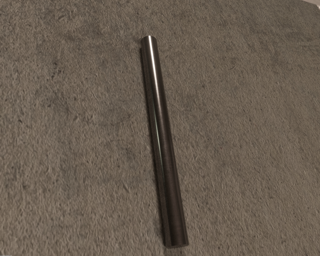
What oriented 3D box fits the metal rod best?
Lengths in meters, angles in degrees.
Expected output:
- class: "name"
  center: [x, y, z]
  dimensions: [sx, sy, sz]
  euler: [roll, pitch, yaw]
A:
- class: "metal rod"
  center: [0.001, -0.002, 0.406]
  dimensions: [0.025, 0.025, 0.299]
  euler: [7, 59, -25]
